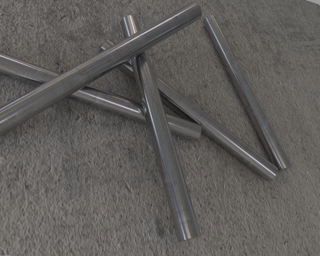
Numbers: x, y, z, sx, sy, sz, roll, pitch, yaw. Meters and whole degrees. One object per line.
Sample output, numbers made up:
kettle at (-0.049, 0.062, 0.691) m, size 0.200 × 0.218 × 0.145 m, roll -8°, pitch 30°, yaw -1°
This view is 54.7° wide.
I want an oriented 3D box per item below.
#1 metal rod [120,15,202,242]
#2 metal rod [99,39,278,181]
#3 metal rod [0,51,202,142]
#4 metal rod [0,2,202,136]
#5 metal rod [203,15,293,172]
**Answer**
metal rod at (-0.006, -0.018, 0.377) m, size 0.025 × 0.025 × 0.299 m, roll -2°, pitch 63°, yaw -29°
metal rod at (0.043, -0.023, 0.440) m, size 0.301 × 0.025 × 0.025 m, roll 37°, pitch 51°, yaw -3°
metal rod at (-0.085, -0.040, 0.382) m, size 0.302 × 0.025 × 0.025 m, roll 19°, pitch 54°, yaw -17°
metal rod at (-0.063, -0.080, 0.370) m, size 0.302 × 0.025 × 0.025 m, roll -36°, pitch 82°, yaw -23°
metal rod at (0.139, -0.069, 0.520) m, size 0.025 × 0.025 × 0.299 m, roll -7°, pitch 65°, yaw -31°
